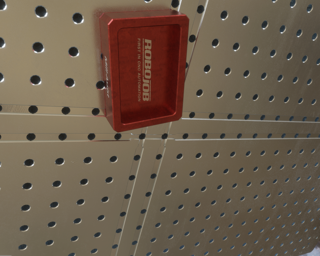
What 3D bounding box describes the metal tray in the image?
[{"bbox_3d":[-0.017,-0.064,0.358,0.091,0.030,0.129,-12,124,-22],"label":"metal tray"}]
